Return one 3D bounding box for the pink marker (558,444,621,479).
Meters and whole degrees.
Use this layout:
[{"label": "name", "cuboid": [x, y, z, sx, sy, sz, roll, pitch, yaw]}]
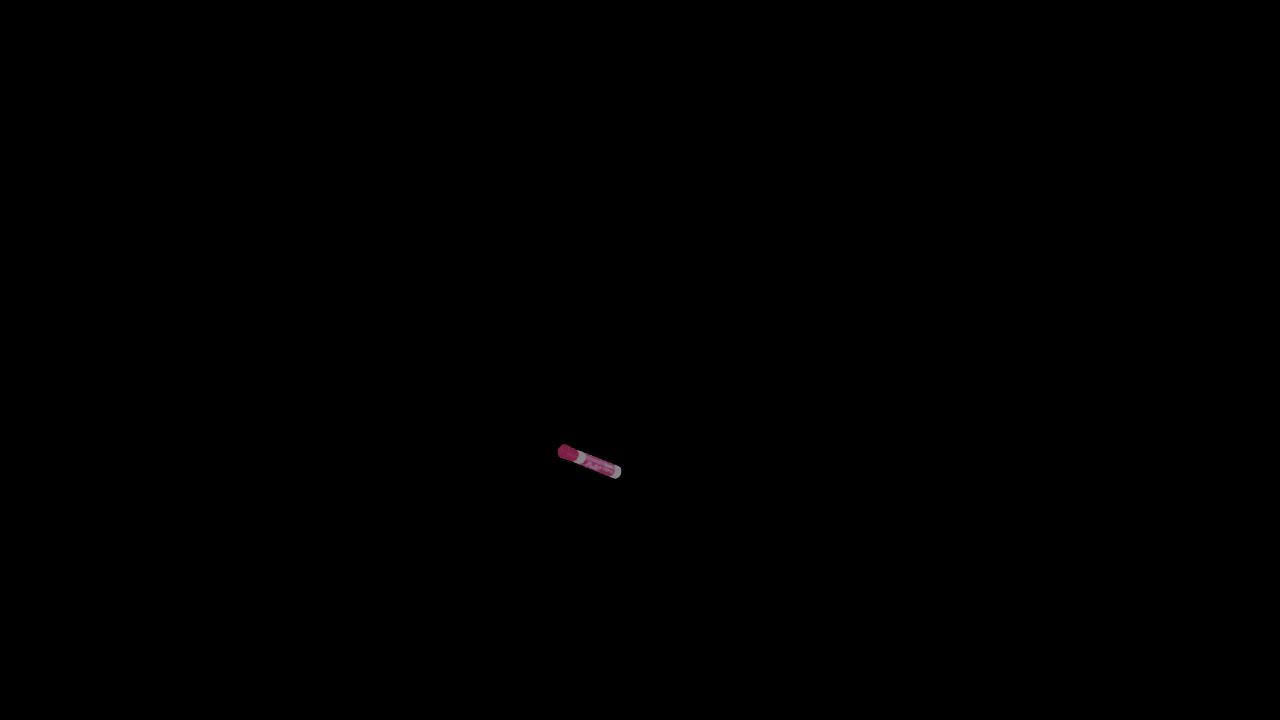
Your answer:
[{"label": "pink marker", "cuboid": [-0.069, 0.139, 0.840, 0.020, 0.020, 0.121, 0, -22, 39]}]
